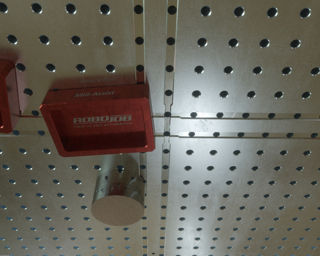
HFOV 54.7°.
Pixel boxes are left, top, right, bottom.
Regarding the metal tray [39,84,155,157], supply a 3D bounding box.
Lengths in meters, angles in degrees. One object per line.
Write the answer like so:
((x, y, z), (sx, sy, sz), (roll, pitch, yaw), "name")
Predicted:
((-0.075, -0.007, 0.401), (0.131, 0.030, 0.089), (-4, 130, 3), "metal tray")

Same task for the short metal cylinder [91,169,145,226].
((-0.064, 0.111, 0.489), (0.081, 0.050, 0.079), (0, 130, 0), "short metal cylinder")

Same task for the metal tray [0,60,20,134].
((-0.242, -0.044, 0.367), (0.131, 0.030, 0.089), (9, 130, -8), "metal tray")
